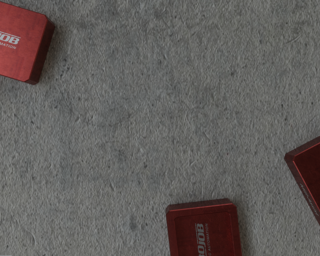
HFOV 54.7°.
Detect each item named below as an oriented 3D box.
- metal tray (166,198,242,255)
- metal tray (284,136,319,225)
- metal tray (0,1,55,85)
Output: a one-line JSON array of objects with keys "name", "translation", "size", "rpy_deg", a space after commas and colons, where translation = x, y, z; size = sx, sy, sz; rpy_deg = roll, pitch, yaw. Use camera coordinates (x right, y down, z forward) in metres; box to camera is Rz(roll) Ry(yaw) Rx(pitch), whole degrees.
[{"name": "metal tray", "translation": [0.059, 0.164, 0.407], "size": [0.091, 0.030, 0.129], "rpy_deg": [-7, 90, 0]}, {"name": "metal tray", "translation": [0.238, 0.074, 0.409], "size": [0.090, 0.030, 0.130], "rpy_deg": [-28, 90, 0]}, {"name": "metal tray", "translation": [-0.216, -0.118, 0.406], "size": [0.131, 0.030, 0.090], "rpy_deg": [17, 90, 0]}]
